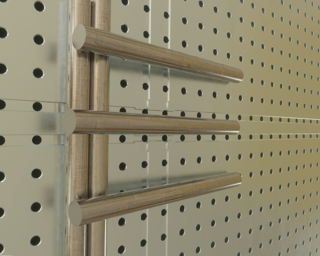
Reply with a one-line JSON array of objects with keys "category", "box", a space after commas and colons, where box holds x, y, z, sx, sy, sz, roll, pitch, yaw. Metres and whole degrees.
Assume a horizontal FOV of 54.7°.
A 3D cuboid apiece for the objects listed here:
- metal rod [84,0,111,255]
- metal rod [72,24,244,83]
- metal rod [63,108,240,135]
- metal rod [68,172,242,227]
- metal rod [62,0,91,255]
[{"category": "metal rod", "box": [-0.071, 0.001, 0.351, 0.025, 0.025, 0.298, 1, 89, -40]}, {"category": "metal rod", "box": [0.025, -0.089, 0.413, 0.302, 0.025, 0.025, 1, 90, -46]}, {"category": "metal rod", "box": [0.018, -0.004, 0.406, 0.302, 0.025, 0.025, 2, 89, -46]}, {"category": "metal rod", "box": [0.022, 0.085, 0.411, 0.302, 0.025, 0.025, 1, 90, -46]}, {"category": "metal rod", "box": [-0.090, 0.009, 0.334, 0.025, 0.025, 0.298, 1, 89, -40]}]
